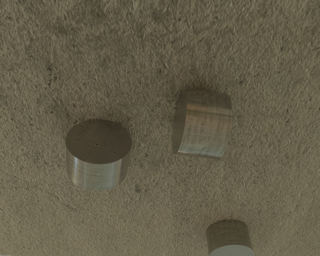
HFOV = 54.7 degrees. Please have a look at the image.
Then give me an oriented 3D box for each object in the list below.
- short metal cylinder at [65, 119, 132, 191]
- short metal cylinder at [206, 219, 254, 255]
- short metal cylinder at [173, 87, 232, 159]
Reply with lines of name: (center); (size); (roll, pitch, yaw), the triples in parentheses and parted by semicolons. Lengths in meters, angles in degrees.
short metal cylinder: (-0.079, 0.034, 0.399); (0.081, 0.080, 0.050); (8, 130, -7)
short metal cylinder: (0.128, 0.214, 0.574); (0.081, 0.050, 0.079); (0, 130, 0)
short metal cylinder: (0.047, -0.005, 0.367); (0.050, 0.080, 0.079); (8, 130, -7)
